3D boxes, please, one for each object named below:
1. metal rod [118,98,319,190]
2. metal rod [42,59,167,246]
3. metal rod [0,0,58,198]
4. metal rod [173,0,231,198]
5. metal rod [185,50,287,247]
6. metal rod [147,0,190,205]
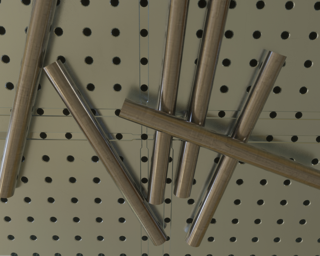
[{"bbox_3d":[0.094,0.026,0.395,0.301,0.025,0.025,20,109,-8],"label":"metal rod"},{"bbox_3d":[-0.067,0.046,0.429,0.025,0.025,0.299,-25,108,9],"label":"metal rod"},{"bbox_3d":[-0.173,-0.039,0.397,0.025,0.025,0.298,18,109,-7],"label":"metal rod"},{"bbox_3d":[0.053,-0.044,0.397,0.025,0.025,0.298,8,110,-3],"label":"metal rod"},{"bbox_3d":[0.097,0.041,0.429,0.025,0.025,0.298,17,109,-6],"label":"metal rod"},{"bbox_3d":[0.009,-0.034,0.400,0.025,0.025,0.298,6,110,-2],"label":"metal rod"}]
